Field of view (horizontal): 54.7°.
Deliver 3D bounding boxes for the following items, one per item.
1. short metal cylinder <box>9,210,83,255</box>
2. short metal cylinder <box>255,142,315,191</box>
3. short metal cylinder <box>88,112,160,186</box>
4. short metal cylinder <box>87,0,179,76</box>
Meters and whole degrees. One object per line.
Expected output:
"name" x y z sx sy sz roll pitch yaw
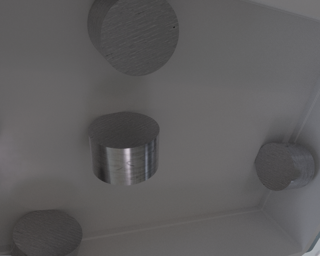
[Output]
"short metal cylinder" -0.143 0.149 0.387 0.081 0.080 0.050 5 116 -31
"short metal cylinder" 0.211 0.065 0.528 0.050 0.080 0.079 1 118 -29
"short metal cylinder" -0.041 0.022 0.364 0.081 0.080 0.050 -12 124 -22
"short metal cylinder" -0.028 -0.099 0.316 0.081 0.050 0.079 -14 124 -21
